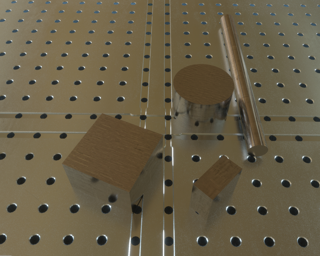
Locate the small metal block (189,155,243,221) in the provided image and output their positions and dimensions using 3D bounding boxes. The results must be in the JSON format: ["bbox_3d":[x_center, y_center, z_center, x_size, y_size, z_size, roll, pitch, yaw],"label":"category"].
[{"bbox_3d":[0.060,0.066,0.337,0.025,0.050,0.050,37,59,26],"label":"small metal block"}]

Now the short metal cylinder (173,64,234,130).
[{"bbox_3d":[0.058,-0.044,0.429,0.081,0.050,0.080,0,50,0],"label":"short metal cylinder"}]

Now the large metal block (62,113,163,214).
[{"bbox_3d":[-0.050,0.039,0.358,0.080,0.050,0.080,20,53,15],"label":"large metal block"}]

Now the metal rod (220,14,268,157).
[{"bbox_3d":[0.123,-0.086,0.481,0.025,0.025,0.300,1,50,0],"label":"metal rod"}]
